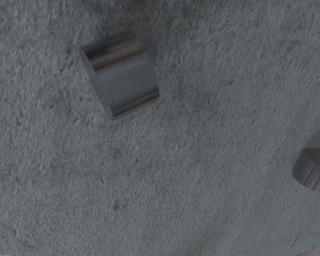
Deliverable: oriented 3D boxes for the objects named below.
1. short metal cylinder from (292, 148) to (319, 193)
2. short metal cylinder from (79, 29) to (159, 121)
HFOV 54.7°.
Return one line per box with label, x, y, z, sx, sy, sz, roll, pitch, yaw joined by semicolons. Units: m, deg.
short metal cylinder;0.302;0.081;0.590;0.081;0.080;0.050;1;118;-29
short metal cylinder;-0.042;-0.053;0.317;0.050;0.080;0.080;-25;128;-13
